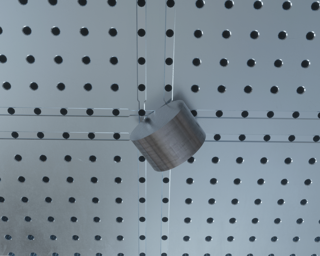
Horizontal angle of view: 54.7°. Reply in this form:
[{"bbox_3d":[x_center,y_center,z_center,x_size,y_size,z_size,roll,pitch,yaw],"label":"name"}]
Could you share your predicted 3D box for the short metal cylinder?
[{"bbox_3d":[0.010,0.009,0.388,0.080,0.080,0.050,-32,107,11],"label":"short metal cylinder"}]
